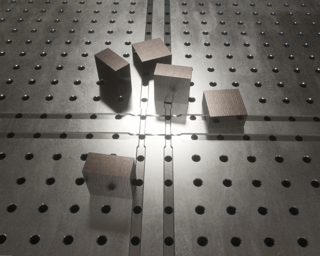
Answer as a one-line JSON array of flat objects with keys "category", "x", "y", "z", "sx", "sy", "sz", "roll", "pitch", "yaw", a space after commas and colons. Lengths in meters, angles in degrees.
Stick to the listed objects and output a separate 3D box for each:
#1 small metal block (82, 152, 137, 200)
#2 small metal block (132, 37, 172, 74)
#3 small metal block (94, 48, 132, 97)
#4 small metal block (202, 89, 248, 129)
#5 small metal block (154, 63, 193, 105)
[{"category": "small metal block", "x": -0.054, "y": 0.054, "z": 0.345, "sx": 0.050, "sy": 0.050, "sz": 0.025, "roll": 6, "pitch": 51, "yaw": 5}, {"category": "small metal block", "x": -0.014, "y": -0.119, "z": 0.508, "sx": 0.050, "sy": 0.025, "sz": 0.050, "roll": -17, "pitch": 52, "yaw": -14}, {"category": "small metal block", "x": -0.069, "y": -0.082, "z": 0.460, "sx": 0.025, "sy": 0.050, "sz": 0.050, "roll": -36, "pitch": 59, "yaw": -26}, {"category": "small metal block", "x": 0.089, "y": -0.027, "z": 0.432, "sx": 0.050, "sy": 0.025, "sz": 0.050, "roll": -3, "pitch": 50, "yaw": -3}, {"category": "small metal block", "x": 0.018, "y": -0.063, "z": 0.445, "sx": 0.050, "sy": 0.050, "sz": 0.025, "roll": 8, "pitch": 51, "yaw": 6}]
